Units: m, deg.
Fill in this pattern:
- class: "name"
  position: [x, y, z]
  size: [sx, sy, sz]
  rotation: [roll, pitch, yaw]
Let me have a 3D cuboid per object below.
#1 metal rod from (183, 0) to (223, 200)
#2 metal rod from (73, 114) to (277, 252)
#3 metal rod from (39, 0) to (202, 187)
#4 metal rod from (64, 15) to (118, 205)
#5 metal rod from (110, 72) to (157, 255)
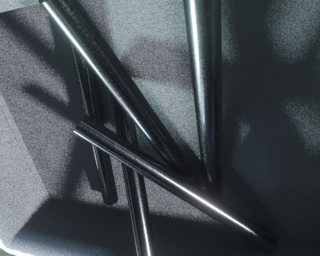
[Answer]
- class: "metal rod"
  position: [0.050, -0.002, 0.311]
  size: [0.025, 0.025, 0.299]
  rotation: [13, 146, 21]
- class: "metal rod"
  position: [0.030, 0.076, 0.387]
  size: [0.301, 0.025, 0.025]
  rotation: [34, 130, -14]
- class: "metal rod"
  position: [-0.017, -0.011, 0.332]
  size: [0.025, 0.025, 0.300]
  rotation: [-3, 142, 29]
- class: "metal rod"
  position: [-0.096, -0.007, 0.452]
  size: [0.025, 0.025, 0.298]
  rotation: [9, 122, 23]
- class: "metal rod"
  position: [-0.031, 0.076, 0.393]
  size: [0.025, 0.025, 0.298]
  rotation: [-10, 89, 32]
